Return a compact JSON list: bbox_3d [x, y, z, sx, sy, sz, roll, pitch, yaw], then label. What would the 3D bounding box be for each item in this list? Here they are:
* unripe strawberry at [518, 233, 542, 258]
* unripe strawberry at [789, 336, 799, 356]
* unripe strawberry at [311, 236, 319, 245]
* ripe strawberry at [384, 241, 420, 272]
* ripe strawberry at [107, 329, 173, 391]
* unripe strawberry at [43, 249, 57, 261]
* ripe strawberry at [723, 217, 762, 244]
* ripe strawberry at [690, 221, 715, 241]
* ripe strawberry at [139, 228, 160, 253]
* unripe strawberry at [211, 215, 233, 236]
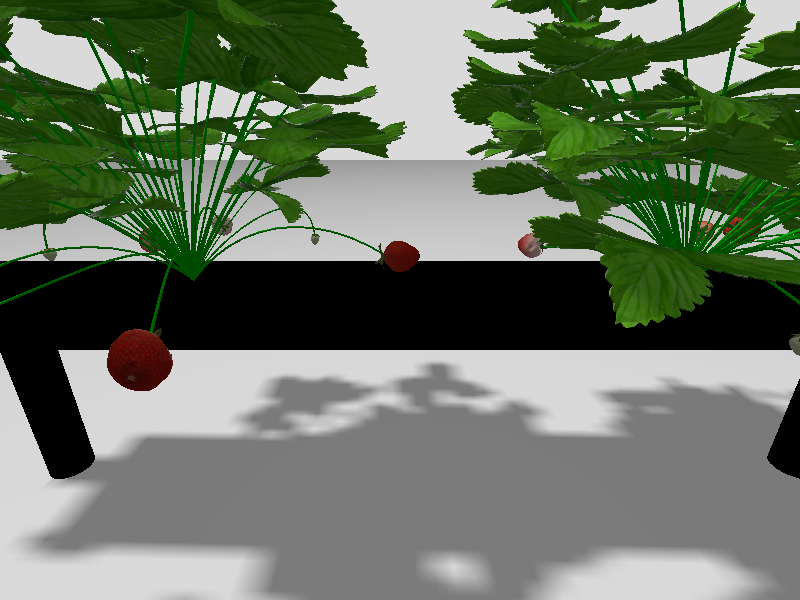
[{"bbox_3d":[0.143,-0.061,0.440,0.026,0.027,0.024,14,25,33],"label":"unripe strawberry"},{"bbox_3d":[0.227,0.026,0.226,0.011,0.011,0.011,5,22,12],"label":"unripe strawberry"},{"bbox_3d":[-0.102,-0.072,0.482,0.010,0.011,0.011,14,25,32],"label":"unripe strawberry"},{"bbox_3d":[0.001,-0.043,0.387,0.035,0.030,0.035,-2,21,-7],"label":"ripe strawberry"},{"bbox_3d":[-0.129,0.031,0.197,0.027,0.031,0.030,-7,23,-18],"label":"ripe strawberry"},{"bbox_3d":[-0.349,-0.045,0.400,0.011,0.012,0.011,5,22,13],"label":"unripe strawberry"},{"bbox_3d":[0.436,-0.091,0.509,0.040,0.039,0.037,-17,27,-39],"label":"ripe strawberry"},{"bbox_3d":[0.392,-0.089,0.519,0.025,0.027,0.027,16,26,36],"label":"ripe strawberry"},{"bbox_3d":[-0.285,-0.069,0.460,0.025,0.029,0.027,-18,27,-39],"label":"ripe strawberry"},{"bbox_3d":[-0.245,-0.103,0.553,0.027,0.028,0.029,-6,10,-14],"label":"unripe strawberry"}]
